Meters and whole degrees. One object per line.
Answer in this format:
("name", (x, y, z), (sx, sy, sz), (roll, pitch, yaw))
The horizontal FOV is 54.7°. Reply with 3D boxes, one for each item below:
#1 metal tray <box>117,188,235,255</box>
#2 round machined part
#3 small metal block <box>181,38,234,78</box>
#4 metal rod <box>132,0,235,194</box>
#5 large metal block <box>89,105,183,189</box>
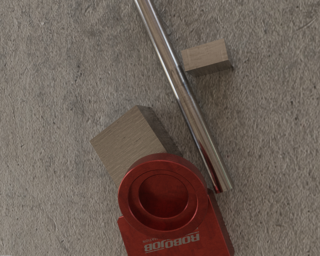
("metal tray", (0.018, 0.140, 0.400), (0.130, 0.030, 0.090), (-21, 83, 18))
("round machined part", (0.005, 0.074, 0.355), (0.099, 0.042, 0.097), (2, 108, 6))
("small metal block", (0.059, -0.083, 0.375), (0.050, 0.050, 0.025), (-12, 86, 19))
("metal rod", (0.023, -0.061, 0.400), (0.025, 0.025, 0.299), (-25, 82, 18))
("large metal block", (-0.030, 0.027, 0.406), (0.080, 0.050, 0.080), (-36, 79, 16))
